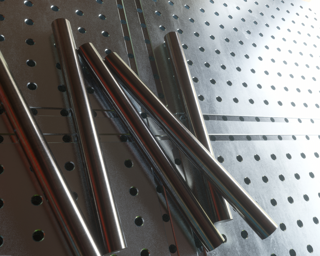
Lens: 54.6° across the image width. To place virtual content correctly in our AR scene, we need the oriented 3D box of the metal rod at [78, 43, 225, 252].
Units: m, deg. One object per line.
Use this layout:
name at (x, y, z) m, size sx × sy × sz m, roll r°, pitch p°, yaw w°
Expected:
metal rod at (-0.018, 0.015, 0.388) m, size 0.025 × 0.025 × 0.299 m, roll -26°, pitch 76°, yaw -37°

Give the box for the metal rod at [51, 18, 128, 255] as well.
metal rod at (-0.089, -0.008, 0.364) m, size 0.025 × 0.025 × 0.299 m, roll -5°, pitch 64°, yaw -30°

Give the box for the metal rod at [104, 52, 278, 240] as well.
metal rod at (0.028, 0.012, 0.393) m, size 0.025 × 0.025 × 0.300 m, roll -31°, pitch 72°, yaw -38°

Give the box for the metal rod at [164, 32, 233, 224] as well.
metal rod at (0.048, -0.017, 0.443) m, size 0.025 × 0.025 × 0.299 m, roll 2°, pitch 61°, yaw -27°

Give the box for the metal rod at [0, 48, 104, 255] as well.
metal rod at (-0.140, 0.004, 0.329) m, size 0.025 × 0.025 × 0.299 m, roll -21°, pitch 73°, yaw -36°
